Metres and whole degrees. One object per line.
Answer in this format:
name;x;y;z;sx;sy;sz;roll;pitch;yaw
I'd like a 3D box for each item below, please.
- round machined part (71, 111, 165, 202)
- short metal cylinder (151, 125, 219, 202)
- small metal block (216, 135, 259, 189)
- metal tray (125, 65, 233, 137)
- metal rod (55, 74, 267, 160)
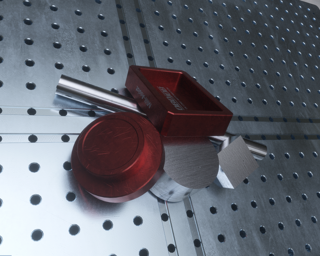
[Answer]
round machined part;-0.046;0.024;0.323;0.099;0.042;0.098;-4;62;7
short metal cylinder;0.023;0.043;0.374;0.081;0.050;0.080;14;56;-21
small metal block;0.096;0.045;0.414;0.050;0.025;0.050;-35;97;-22
metal tray;0.019;-0.038;0.396;0.091;0.030;0.130;0;33;-29
metal rod;0.015;-0.008;0.417;0.302;0.025;0.025;18;55;-18
